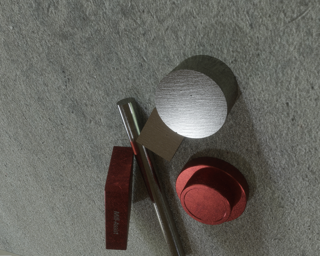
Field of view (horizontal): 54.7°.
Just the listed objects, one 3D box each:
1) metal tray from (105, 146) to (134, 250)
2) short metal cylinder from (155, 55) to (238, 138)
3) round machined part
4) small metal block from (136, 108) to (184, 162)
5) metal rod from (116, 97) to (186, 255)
[{"bbox_3d":[-0.058,0.103,0.454,0.030,0.090,0.129,4,124,-3],"label":"metal tray"},{"bbox_3d":[0.041,-0.035,0.346,0.080,0.050,0.079,13,124,20],"label":"short metal cylinder"},{"bbox_3d":[0.066,0.090,0.416,0.098,0.042,0.097,13,124,20],"label":"round machined part"},{"bbox_3d":[0.006,0.007,0.395,0.050,0.025,0.050,31,105,7],"label":"small metal block"},{"bbox_3d":[-0.006,0.095,0.467,0.025,0.025,0.298,-3,117,29],"label":"metal rod"}]
